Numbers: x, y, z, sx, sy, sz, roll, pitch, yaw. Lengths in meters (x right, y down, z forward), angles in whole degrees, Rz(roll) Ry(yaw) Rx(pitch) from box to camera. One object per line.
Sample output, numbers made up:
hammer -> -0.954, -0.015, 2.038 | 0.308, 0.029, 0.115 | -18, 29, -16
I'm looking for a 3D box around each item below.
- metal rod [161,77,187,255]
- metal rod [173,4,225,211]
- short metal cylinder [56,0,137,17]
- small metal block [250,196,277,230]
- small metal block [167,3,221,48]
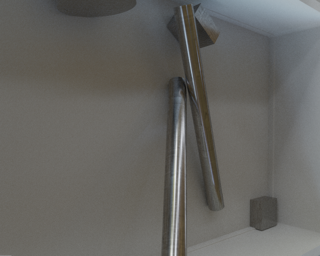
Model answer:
metal rod -> 0.017, 0.059, 0.345 | 0.025, 0.025, 0.300 | 33, 45, -35
metal rod -> 0.058, -0.015, 0.434 | 0.025, 0.025, 0.298 | -28, 115, -37
short metal cylinder -> -0.067, -0.150, 0.316 | 0.081, 0.080, 0.050 | -11, 98, -40
small metal block -> 0.191, 0.156, 0.571 | 0.050, 0.025, 0.050 | 1, 90, -40
small metal block -> 0.047, -0.138, 0.431 | 0.050, 0.050, 0.025 | 45, 59, -31
